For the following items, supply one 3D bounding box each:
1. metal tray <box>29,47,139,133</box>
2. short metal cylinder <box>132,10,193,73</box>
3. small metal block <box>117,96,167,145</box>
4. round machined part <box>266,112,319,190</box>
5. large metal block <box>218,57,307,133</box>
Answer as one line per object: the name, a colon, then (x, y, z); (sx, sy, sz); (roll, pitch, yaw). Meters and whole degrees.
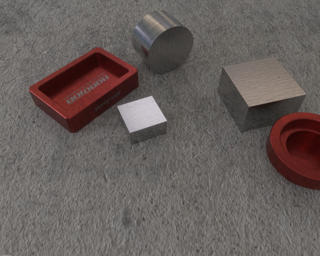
metal tray: (-0.106, -0.060, 0.449); (0.090, 0.030, 0.131); (34, 57, 25)
short metal cylinder: (0.004, -0.132, 0.479); (0.081, 0.080, 0.050); (-25, 54, -19)
small metal block: (-0.024, -0.011, 0.412); (0.050, 0.025, 0.050); (-18, 53, -15)
round machined part: (0.176, 0.031, 0.368); (0.099, 0.042, 0.098); (0, 50, 0)
large metal block: (0.136, -0.048, 0.428); (0.081, 0.050, 0.080); (-12, 51, -10)
